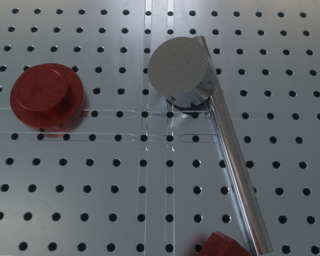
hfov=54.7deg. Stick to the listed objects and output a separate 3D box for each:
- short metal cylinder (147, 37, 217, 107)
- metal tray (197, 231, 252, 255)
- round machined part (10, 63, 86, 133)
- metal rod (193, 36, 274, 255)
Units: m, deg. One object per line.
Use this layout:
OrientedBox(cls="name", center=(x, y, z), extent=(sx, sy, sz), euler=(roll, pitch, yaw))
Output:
OrientedBox(cls="short metal cylinder", center=(0.030, -0.073, 0.411), extent=(0.080, 0.050, 0.080), euler=(-6, 74, 21))
OrientedBox(cls="metal tray", center=(0.079, 0.179, 0.311), extent=(0.130, 0.030, 0.090), euler=(44, 74, -17))
OrientedBox(cls="round machined part", center=(-0.154, -0.046, 0.418), extent=(0.099, 0.042, 0.098), euler=(0, 70, 0))
OrientedBox(cls="metal rod", center=(0.087, 0.008, 0.409), extent=(0.025, 0.025, 0.299), euler=(-12, 70, -4))
